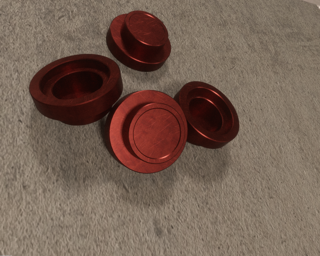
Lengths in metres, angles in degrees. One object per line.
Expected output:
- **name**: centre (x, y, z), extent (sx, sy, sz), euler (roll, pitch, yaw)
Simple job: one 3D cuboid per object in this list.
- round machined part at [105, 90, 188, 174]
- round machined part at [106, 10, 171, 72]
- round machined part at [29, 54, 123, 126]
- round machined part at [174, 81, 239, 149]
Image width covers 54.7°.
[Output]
- **round machined part**: centre (-0.010, 0.005, 0.357), extent (0.099, 0.042, 0.097), euler (-2, 94, -24)
- **round machined part**: centre (-0.027, -0.136, 0.463), extent (0.099, 0.042, 0.098), euler (14, 56, -21)
- **round machined part**: centre (-0.091, -0.040, 0.351), extent (0.099, 0.042, 0.098), euler (-3, 44, 3)
- **round machined part**: centre (0.058, -0.014, 0.431), extent (0.099, 0.042, 0.098), euler (17, 51, -23)
